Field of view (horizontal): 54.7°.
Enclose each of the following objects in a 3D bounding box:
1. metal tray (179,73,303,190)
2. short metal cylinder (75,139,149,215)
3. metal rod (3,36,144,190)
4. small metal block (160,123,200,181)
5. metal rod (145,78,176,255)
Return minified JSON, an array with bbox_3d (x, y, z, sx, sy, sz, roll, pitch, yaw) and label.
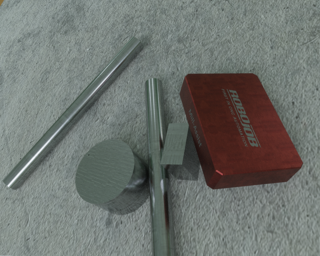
[{"bbox_3d":[0.080,-0.003,0.331,0.091,0.030,0.130,-3,53,-14],"label":"metal tray"},{"bbox_3d":[-0.055,0.060,0.380,0.080,0.050,0.080,-13,56,21],"label":"short metal cylinder"},{"bbox_3d":[-0.132,-0.028,0.490,0.025,0.025,0.300,34,80,38],"label":"metal rod"},{"bbox_3d":[0.027,0.028,0.357,0.025,0.050,0.050,-2,61,27],"label":"small metal block"},{"bbox_3d":[-0.001,0.062,0.366,0.025,0.025,0.299,-17,55,19],"label":"metal rod"}]
